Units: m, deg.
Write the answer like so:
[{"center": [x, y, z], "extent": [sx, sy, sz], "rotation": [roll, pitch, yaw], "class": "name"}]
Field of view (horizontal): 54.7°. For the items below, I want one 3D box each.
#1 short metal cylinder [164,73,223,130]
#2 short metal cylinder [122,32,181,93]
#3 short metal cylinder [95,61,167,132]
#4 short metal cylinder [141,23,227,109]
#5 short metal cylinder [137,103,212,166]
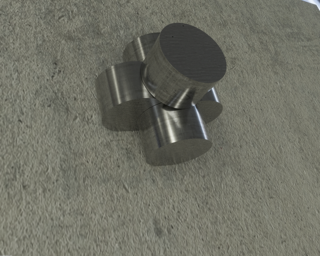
[{"center": [0.037, -0.036, 0.414], "extent": [0.081, 0.080, 0.050], "rotation": [0, 62, -29], "class": "short metal cylinder"}, {"center": [-0.006, -0.082, 0.418], "extent": [0.081, 0.080, 0.050], "rotation": [-2, 63, -30], "class": "short metal cylinder"}, {"center": [-0.034, -0.036, 0.375], "extent": [0.081, 0.080, 0.050], "rotation": [-1, 63, -29], "class": "short metal cylinder"}, {"center": [0.025, -0.068, 0.343], "extent": [0.081, 0.050, 0.080], "rotation": [14, 56, -21], "class": "short metal cylinder"}, {"center": [0.017, 0.008, 0.376], "extent": [0.081, 0.080, 0.050], "rotation": [0, 62, -29], "class": "short metal cylinder"}]
